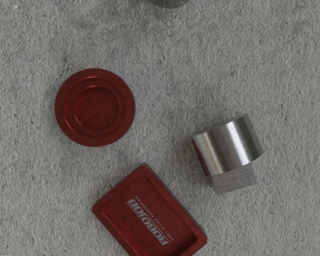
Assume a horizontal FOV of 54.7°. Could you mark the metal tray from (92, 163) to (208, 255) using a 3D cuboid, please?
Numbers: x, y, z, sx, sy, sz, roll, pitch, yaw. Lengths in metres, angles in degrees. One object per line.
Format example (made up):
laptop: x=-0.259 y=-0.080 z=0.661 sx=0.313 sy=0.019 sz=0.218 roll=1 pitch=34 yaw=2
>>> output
metal tray: x=-0.013 y=0.123 z=0.407 sx=0.090 sy=0.030 sz=0.130 roll=-40 pitch=90 yaw=0

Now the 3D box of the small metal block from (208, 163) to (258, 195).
small metal block: x=0.090 y=0.062 z=0.398 sx=0.050 sy=0.050 sz=0.025 roll=-17 pitch=90 yaw=0

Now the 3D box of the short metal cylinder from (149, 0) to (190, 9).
short metal cylinder: x=0.013 y=-0.203 z=0.398 sx=0.081 sy=0.050 sz=0.080 roll=0 pitch=90 yaw=0

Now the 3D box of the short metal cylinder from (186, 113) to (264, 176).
short metal cylinder: x=0.080 y=0.020 z=0.383 sx=0.080 sy=0.080 sz=0.050 roll=-23 pitch=90 yaw=0

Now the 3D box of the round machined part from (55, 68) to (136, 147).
round machined part: x=-0.080 y=-0.025 z=0.401 sx=0.099 sy=0.042 sz=0.097 roll=0 pitch=90 yaw=0
